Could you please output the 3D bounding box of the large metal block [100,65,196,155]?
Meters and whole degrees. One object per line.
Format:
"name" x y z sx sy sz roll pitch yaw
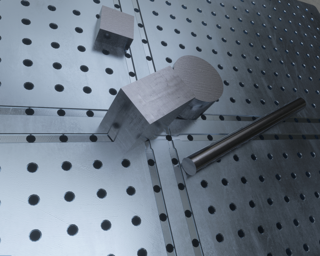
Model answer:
"large metal block" -0.016 -0.021 0.379 0.081 0.080 0.050 -32 80 -38

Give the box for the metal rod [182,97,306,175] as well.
"metal rod" 0.149 0.002 0.489 0.302 0.025 0.025 -23 75 -37

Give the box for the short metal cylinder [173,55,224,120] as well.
"short metal cylinder" 0.045 -0.059 0.454 0.081 0.050 0.080 14 56 -21

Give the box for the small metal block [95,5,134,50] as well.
"small metal block" -0.067 -0.150 0.465 0.050 0.025 0.050 12 57 -22
